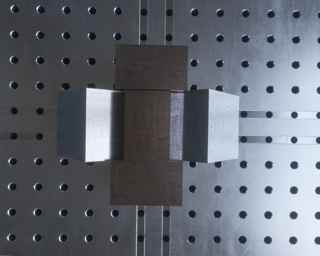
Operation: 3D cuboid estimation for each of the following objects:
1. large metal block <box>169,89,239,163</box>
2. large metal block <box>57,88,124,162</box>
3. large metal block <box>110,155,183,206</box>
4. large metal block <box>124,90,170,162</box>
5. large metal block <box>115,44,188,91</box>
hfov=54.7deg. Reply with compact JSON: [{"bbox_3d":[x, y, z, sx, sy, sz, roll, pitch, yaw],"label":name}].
[{"bbox_3d":[0.056,-0.002,0.378,0.050,0.081,0.079,1,89,37],"label":"large metal block"},{"bbox_3d":[-0.086,-0.004,0.378,0.050,0.080,0.079,0,91,-40],"label":"large metal block"},{"bbox_3d":[-0.015,0.061,0.385,0.081,0.080,0.050,1,90,-1],"label":"large metal block"},{"bbox_3d":[-0.015,-0.002,0.385,0.050,0.080,0.079,1,90,0],"label":"large metal block"},{"bbox_3d":[-0.010,-0.068,0.385,0.081,0.080,0.050,1,90,-1],"label":"large metal block"}]
